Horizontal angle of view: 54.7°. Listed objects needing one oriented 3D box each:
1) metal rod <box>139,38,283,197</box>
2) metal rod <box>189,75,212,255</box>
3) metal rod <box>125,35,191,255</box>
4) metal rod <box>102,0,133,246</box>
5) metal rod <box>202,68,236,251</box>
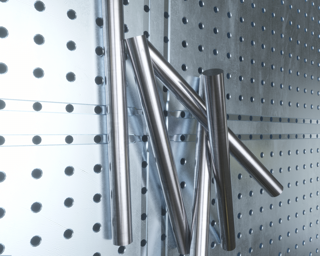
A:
[{"bbox_3d":[0.075,-0.005,0.432,0.300,0.025,0.025,44,62,-17],"label":"metal rod"},{"bbox_3d":[0.061,0.067,0.442,0.025,0.025,0.299,15,74,-39],"label":"metal rod"},{"bbox_3d":[0.004,0.033,0.402,0.025,0.025,0.298,-26,110,-37],"label":"metal rod"},{"bbox_3d":[-0.051,-0.012,0.368,0.025,0.025,0.298,-4,93,-40],"label":"metal rod"},{"bbox_3d":[0.088,0.063,0.438,0.025,0.025,0.298,-33,125,-35],"label":"metal rod"}]
